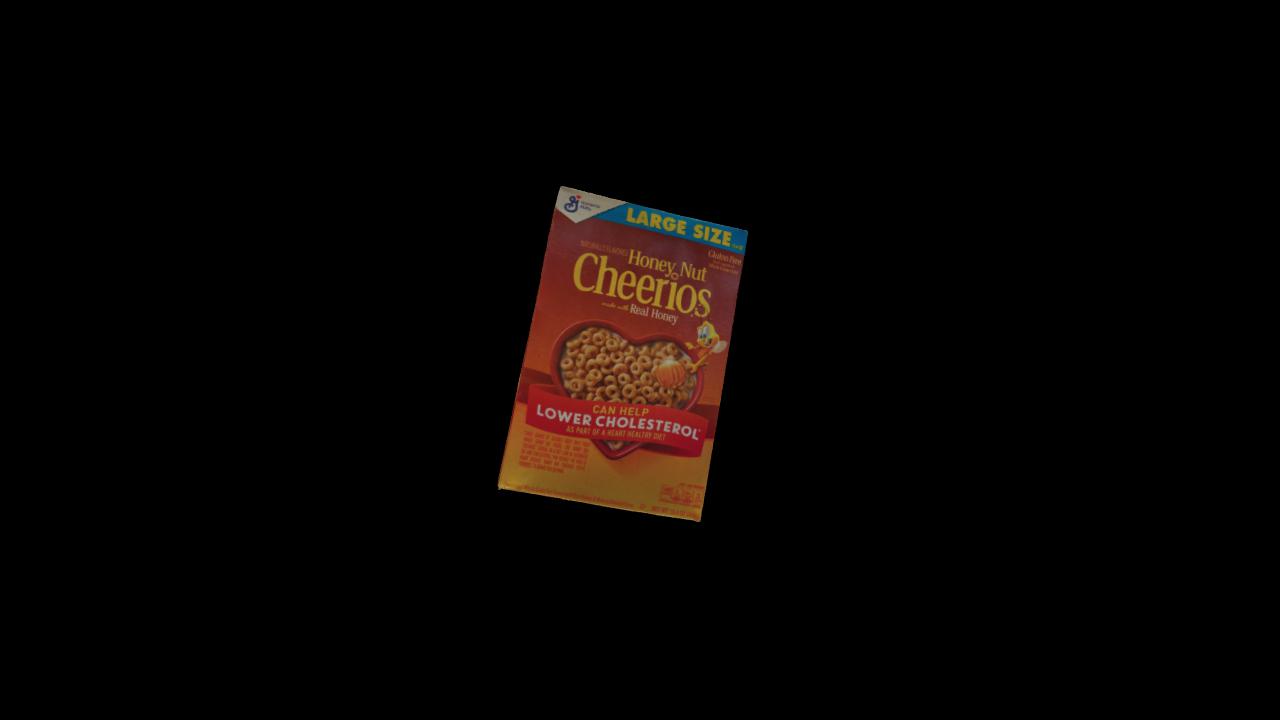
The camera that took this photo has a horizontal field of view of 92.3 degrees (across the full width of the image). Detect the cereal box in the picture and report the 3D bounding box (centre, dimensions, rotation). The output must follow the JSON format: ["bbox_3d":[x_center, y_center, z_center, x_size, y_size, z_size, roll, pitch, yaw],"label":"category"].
[{"bbox_3d":[-0.016,-0.005,0.633,0.203,0.306,0.081,12,-7,-10],"label":"cereal box"}]
